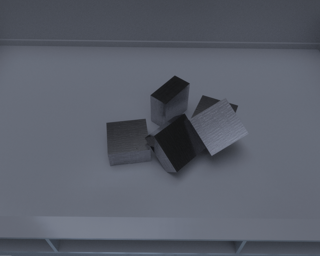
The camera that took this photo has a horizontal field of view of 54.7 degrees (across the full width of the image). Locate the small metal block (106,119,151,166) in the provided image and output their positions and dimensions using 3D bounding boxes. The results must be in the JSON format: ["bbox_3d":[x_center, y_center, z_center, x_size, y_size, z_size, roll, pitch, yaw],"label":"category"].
[{"bbox_3d":[-0.040,0.018,0.390,0.050,0.025,0.050,-6,50,-6],"label":"small metal block"}]

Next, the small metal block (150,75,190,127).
[{"bbox_3d":[0.013,-0.034,0.418,0.025,0.050,0.050,33,57,24],"label":"small metal block"}]

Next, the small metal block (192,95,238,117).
[{"bbox_3d":[0.072,-0.012,0.417,0.050,0.025,0.050,19,52,14],"label":"small metal block"}]

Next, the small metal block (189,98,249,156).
[{"bbox_3d":[0.069,-0.001,0.375,0.050,0.025,0.050,-31,86,1],"label":"small metal block"}]

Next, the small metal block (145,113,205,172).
[{"bbox_3d":[0.019,0.018,0.373,0.050,0.025,0.050,-36,100,-27],"label":"small metal block"}]
